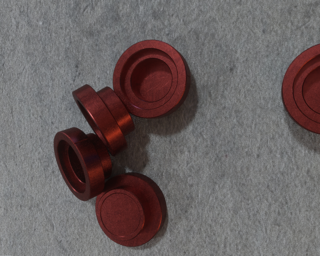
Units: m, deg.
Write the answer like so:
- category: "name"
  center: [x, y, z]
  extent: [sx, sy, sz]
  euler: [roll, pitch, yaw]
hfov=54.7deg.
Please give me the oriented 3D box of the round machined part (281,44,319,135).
- category: "round machined part"
  center: [0.184, -0.040, 0.335]
  extent: [0.098, 0.042, 0.097]
  euler: [0, 90, 19]

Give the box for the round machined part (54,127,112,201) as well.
- category: "round machined part"
  center: [-0.101, 0.045, 0.418]
  extent: [0.098, 0.042, 0.097]
  euler: [27, 127, 42]

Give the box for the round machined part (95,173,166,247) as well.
- category: "round machined part"
  center: [-0.044, 0.111, 0.415]
  extent: [0.098, 0.042, 0.097]
  euler: [0, 90, 19]

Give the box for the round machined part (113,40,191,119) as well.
- category: "round machined part"
  center: [-0.008, -0.061, 0.402]
  extent: [0.098, 0.042, 0.097]
  euler: [0, 90, 19]

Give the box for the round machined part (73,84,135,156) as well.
- category: "round machined part"
  center: [-0.069, -0.015, 0.402]
  extent: [0.042, 0.098, 0.098]
  euler: [-33, 78, -15]
